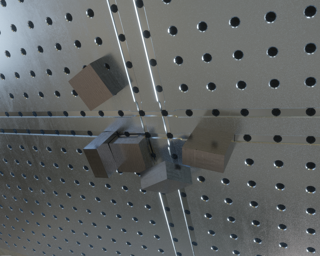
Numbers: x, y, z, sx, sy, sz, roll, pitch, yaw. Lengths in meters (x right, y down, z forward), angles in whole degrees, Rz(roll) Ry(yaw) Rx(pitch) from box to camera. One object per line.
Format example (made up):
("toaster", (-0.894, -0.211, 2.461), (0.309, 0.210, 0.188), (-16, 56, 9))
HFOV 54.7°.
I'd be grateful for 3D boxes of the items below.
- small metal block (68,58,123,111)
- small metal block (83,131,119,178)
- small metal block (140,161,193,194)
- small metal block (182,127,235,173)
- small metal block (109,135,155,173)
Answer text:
("small metal block", (-0.087, -0.058, 0.419), (0.050, 0.025, 0.050), (-27, 104, 37))
("small metal block", (-0.081, 0.039, 0.460), (0.025, 0.050, 0.050), (-3, 117, 30))
("small metal block", (0.009, 0.070, 0.431), (0.050, 0.025, 0.050), (20, 143, -40))
("small metal block", (0.060, 0.025, 0.378), (0.050, 0.050, 0.025), (10, 123, 22))
("small metal block", (-0.040, 0.038, 0.454), (0.050, 0.025, 0.050), (-1, 118, 28))
